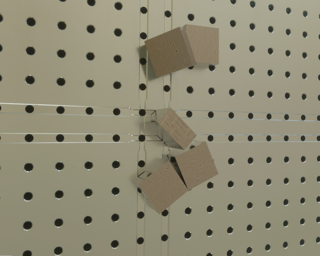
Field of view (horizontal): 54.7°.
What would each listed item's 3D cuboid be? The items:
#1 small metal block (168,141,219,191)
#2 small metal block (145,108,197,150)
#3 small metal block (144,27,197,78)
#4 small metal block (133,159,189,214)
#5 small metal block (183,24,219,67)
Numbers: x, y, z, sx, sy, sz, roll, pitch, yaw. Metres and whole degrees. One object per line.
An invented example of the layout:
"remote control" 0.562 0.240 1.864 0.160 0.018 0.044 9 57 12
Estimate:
"small metal block" 0.046 0.051 0.431 0.050 0.025 0.050 -25 99 -19
"small metal block" 0.013 0.001 0.405 0.050 0.050 0.025 46 76 -15
"small metal block" 0.014 -0.098 0.404 0.050 0.025 0.050 -16 98 22
"small metal block" 0.001 0.077 0.414 0.050 0.025 0.050 -36 102 -17
"small metal block" 0.054 -0.114 0.434 0.050 0.025 0.050 0 90 -21
